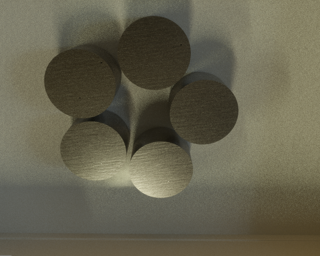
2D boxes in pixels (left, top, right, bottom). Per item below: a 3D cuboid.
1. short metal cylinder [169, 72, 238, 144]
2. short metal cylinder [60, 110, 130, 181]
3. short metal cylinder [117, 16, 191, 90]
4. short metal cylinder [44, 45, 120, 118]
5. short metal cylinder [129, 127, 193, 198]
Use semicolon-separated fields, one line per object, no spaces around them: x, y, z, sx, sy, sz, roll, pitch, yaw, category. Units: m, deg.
0.052;-0.026;0.387;0.081;0.050;0.079;0;110;0;short metal cylinder
-0.082;0.021;0.403;0.081;0.050;0.079;0;110;0;short metal cylinder
-0.006;-0.089;0.363;0.081;0.050;0.079;0;110;0;short metal cylinder
-0.090;-0.057;0.374;0.081;0.050;0.079;0;110;0;short metal cylinder
0.001;0.045;0.412;0.081;0.050;0.079;0;110;0;short metal cylinder
